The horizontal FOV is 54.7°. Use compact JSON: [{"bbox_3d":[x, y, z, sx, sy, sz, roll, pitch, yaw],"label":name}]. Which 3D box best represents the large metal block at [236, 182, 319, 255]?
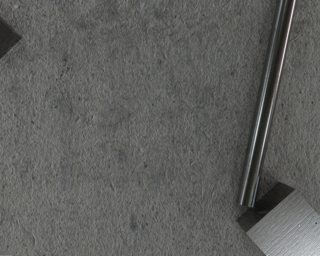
[{"bbox_3d":[0.160,0.130,0.399,0.080,0.050,0.080,-42,90,0],"label":"large metal block"}]

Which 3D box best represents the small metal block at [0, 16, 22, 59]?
[{"bbox_3d":[-0.223,-0.123,0.408,0.050,0.025,0.050,-45,90,0],"label":"small metal block"}]

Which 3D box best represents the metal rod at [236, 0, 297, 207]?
[{"bbox_3d":[0.143,-0.045,0.410,0.025,0.025,0.298,12,90,0],"label":"metal rod"}]
